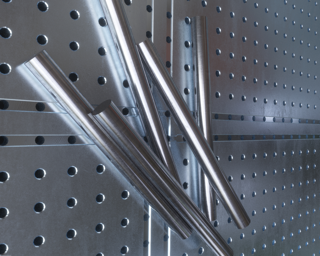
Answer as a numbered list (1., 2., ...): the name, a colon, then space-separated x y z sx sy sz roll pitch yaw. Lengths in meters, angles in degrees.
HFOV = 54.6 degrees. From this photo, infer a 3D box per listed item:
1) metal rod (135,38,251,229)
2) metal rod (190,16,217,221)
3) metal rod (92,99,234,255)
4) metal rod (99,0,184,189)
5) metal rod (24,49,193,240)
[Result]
1. metal rod: 0.050 0.018 0.426 0.025 0.025 0.299 -40 107 -33
2. metal rod: 0.065 -0.012 0.462 0.025 0.025 0.298 -5 94 -40
3. metal rod: 0.019 0.084 0.395 0.025 0.025 0.300 -52 121 -27
4. metal rod: -0.024 -0.048 0.387 0.025 0.025 0.299 -30 109 -36
5. metal rod: -0.044 0.038 0.371 0.025 0.025 0.300 -51 120 -28
